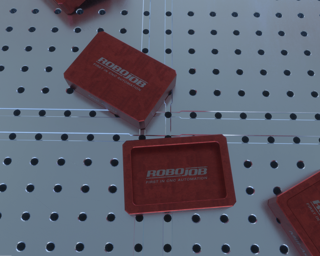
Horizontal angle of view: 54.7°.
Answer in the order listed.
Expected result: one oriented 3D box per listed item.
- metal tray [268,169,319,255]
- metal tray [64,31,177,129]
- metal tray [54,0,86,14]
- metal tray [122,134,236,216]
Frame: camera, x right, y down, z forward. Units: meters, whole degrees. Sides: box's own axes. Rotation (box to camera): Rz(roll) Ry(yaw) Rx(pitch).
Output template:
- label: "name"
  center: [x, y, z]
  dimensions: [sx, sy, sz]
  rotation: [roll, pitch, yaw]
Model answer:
- label: "metal tray"
  center: [0.205, 0.121, 0.367]
  dimensions: [0.090, 0.030, 0.130]
  rotation: [-27, 73, -10]
- label: "metal tray"
  center: [-0.054, -0.069, 0.434]
  dimensions: [0.130, 0.030, 0.090]
  rotation: [31, 73, 10]
- label: "metal tray"
  center: [-0.156, -0.255, 0.488]
  dimensions: [0.090, 0.030, 0.130]
  rotation: [-43, 76, 0]
- label: "metal tray"
  center: [0.021, 0.058, 0.387]
  dimensions: [0.131, 0.030, 0.090]
  rotation: [-4, 70, -2]
